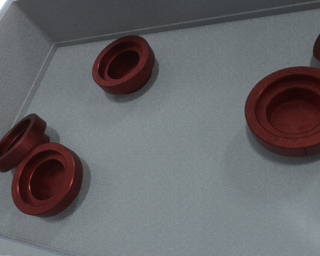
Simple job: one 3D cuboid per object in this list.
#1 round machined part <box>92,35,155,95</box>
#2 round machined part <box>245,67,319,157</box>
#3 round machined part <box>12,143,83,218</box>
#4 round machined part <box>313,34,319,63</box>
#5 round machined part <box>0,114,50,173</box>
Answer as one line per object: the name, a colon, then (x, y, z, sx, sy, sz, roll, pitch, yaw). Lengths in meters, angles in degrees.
round machined part: (-0.052, -0.092, 0.478, 0.098, 0.042, 0.098, -13, 56, 21)
round machined part: (0.144, -0.013, 0.328, 0.098, 0.042, 0.098, -13, 56, 21)
round machined part: (-0.147, 0.072, 0.423, 0.098, 0.042, 0.098, -9, 63, 18)
round machined part: (0.215, -0.095, 0.320, 0.098, 0.042, 0.098, -49, 14, 17)
round machined part: (-0.209, 0.028, 0.475, 0.098, 0.042, 0.098, -29, 34, 22)
